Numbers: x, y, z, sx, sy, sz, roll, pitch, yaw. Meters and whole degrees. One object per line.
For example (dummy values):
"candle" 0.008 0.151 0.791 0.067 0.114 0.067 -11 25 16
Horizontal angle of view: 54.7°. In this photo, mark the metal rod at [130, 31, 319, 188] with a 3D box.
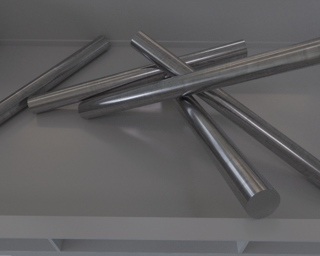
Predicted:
"metal rod" 0.085 -0.025 0.379 0.300 0.025 0.025 38 59 10

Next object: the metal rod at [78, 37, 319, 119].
"metal rod" 0.026 -0.049 0.356 0.300 0.025 0.025 -11 44 29

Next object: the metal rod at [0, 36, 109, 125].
"metal rod" -0.185 -0.052 0.447 0.025 0.025 0.301 30 56 22

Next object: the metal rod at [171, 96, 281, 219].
"metal rod" 0.039 -0.013 0.341 0.025 0.025 0.300 -10 27 -8

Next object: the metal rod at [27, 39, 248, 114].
"metal rod" -0.032 -0.069 0.424 0.301 0.025 0.025 -15 51 3
